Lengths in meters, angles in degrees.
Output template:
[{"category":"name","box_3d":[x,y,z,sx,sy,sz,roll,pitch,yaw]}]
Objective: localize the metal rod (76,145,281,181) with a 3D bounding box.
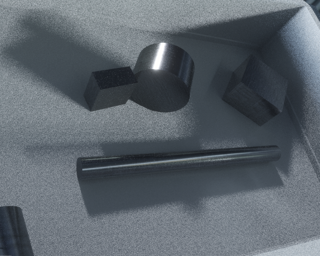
[{"category":"metal rod","box_3d":[0.045,0.041,0.406,0.303,0.025,0.025,-1,62,-29]}]

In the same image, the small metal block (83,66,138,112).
[{"category":"small metal block","box_3d":[-0.062,-0.048,0.386,0.050,0.050,0.025,-16,71,-33]}]

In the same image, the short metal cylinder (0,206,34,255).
[{"category":"short metal cylinder","box_3d":[-0.141,0.099,0.234,0.081,0.080,0.050,-12,68,-33]}]

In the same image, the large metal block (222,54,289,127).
[{"category":"large metal block","box_3d":[0.160,-0.064,0.517,0.080,0.050,0.080,34,51,-6]}]

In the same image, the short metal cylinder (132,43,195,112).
[{"category":"short metal cylinder","box_3d":[0.003,-0.066,0.414,0.080,0.080,0.050,24,53,-14]}]
